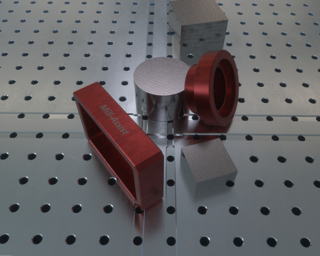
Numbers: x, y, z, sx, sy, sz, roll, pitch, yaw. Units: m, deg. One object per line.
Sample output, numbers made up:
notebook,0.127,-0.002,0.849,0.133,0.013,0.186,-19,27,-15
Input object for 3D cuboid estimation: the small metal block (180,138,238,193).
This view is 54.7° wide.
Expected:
small metal block,0.057,0.044,0.371,0.050,0.025,0.050,-14,51,-11

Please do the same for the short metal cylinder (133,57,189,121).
short metal cylinder,0.004,-0.056,0.438,0.080,0.050,0.080,0,50,0

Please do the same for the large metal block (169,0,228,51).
large metal block,0.064,-0.185,0.547,0.081,0.050,0.080,-10,51,-9

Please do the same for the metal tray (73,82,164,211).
metal tray,-0.047,0.019,0.348,0.030,0.090,0.130,-30,56,-22

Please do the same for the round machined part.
round machined part,0.067,-0.052,0.410,0.042,0.098,0.098,3,46,34
